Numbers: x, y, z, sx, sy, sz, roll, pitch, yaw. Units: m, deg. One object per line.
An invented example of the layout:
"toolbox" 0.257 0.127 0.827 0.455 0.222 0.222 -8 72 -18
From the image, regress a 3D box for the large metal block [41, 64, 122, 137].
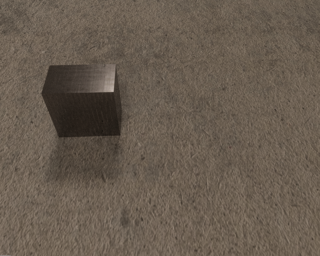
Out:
"large metal block" -0.094 -0.033 0.394 0.081 0.080 0.050 -2 50 -2
